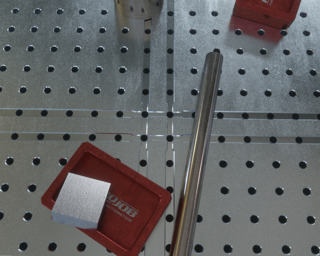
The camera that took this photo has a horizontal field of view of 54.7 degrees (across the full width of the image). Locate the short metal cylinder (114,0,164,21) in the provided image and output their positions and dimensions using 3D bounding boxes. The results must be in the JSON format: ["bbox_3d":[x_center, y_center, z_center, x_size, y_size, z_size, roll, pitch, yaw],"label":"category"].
[{"bbox_3d":[-0.034,-0.215,0.476,0.081,0.050,0.080,0,70,0],"label":"short metal cylinder"}]

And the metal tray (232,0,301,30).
[{"bbox_3d":[0.176,-0.227,0.477,0.090,0.030,0.129,19,84,6],"label":"metal tray"}]

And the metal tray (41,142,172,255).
[{"bbox_3d":[-0.063,0.087,0.376,0.130,0.030,0.090,30,73,10],"label":"metal tray"}]

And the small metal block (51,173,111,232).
[{"bbox_3d":[-0.089,0.084,0.354,0.050,0.025,0.050,15,49,-3],"label":"small metal block"}]

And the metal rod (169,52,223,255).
[{"bbox_3d":[0.049,0.034,0.399,0.025,0.025,0.299,11,70,4],"label":"metal rod"}]
